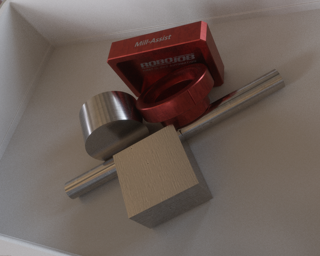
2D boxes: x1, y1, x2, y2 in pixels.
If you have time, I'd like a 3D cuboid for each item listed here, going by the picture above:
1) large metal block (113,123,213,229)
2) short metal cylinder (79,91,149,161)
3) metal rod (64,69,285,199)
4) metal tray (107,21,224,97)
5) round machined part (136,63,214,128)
[{"bbox_3d":[0.002,0.055,0.350,0.080,0.050,0.080,-29,52,9],"label":"large metal block"},{"bbox_3d":[-0.060,-0.001,0.399,0.080,0.080,0.050,-29,52,9],"label":"short metal cylinder"},{"bbox_3d":[0.011,0.012,0.389,0.301,0.025,0.025,-29,52,9],"label":"metal rod"},{"bbox_3d":[0.009,-0.083,0.406,0.130,0.090,0.030,-6,59,24],"label":"metal tray"},{"bbox_3d":[0.023,-0.036,0.384,0.098,0.042,0.098,-26,24,13],"label":"round machined part"}]
